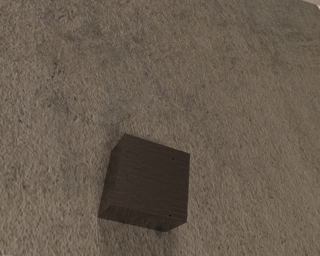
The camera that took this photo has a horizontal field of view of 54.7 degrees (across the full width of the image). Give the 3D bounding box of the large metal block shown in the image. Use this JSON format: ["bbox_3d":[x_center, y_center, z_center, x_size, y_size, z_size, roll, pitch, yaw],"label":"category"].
[{"bbox_3d":[-0.016,0.062,0.343,0.081,0.050,0.080,19,54,-18],"label":"large metal block"}]
